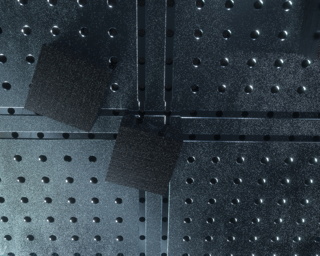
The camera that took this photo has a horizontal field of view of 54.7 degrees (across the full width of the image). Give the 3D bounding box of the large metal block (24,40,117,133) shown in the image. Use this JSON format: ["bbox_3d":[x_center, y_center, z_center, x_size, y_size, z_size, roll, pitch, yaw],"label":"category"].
[{"bbox_3d":[-0.107,-0.052,0.380,0.080,0.050,0.079,21,109,-8],"label":"large metal block"}]

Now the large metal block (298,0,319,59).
[{"bbox_3d":[0.216,-0.123,0.358,0.081,0.050,0.079,0,110,-1],"label":"large metal block"}]

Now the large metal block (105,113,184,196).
[{"bbox_3d":[-0.021,0.034,0.412,0.080,0.050,0.079,15,109,-6],"label":"large metal block"}]
